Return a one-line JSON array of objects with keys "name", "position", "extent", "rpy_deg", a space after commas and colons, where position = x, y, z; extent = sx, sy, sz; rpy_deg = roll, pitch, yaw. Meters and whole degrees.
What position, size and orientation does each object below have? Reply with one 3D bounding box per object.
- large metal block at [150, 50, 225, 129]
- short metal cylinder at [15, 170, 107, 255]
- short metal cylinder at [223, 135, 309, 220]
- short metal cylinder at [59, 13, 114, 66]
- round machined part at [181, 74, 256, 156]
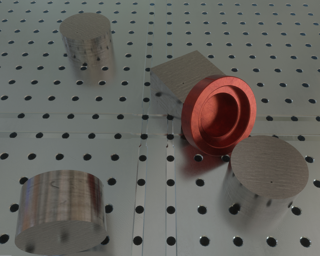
[{"name": "large metal block", "position": [0.042, -0.057, 0.439], "extent": [0.081, 0.050, 0.080], "rpy_deg": [-26, 55, -20]}, {"name": "short metal cylinder", "position": [-0.094, 0.084, 0.301], "extent": [0.081, 0.080, 0.050], "rpy_deg": [-8, 51, -7]}, {"name": "short metal cylinder", "position": [0.115, 0.055, 0.346], "extent": [0.081, 0.050, 0.080], "rpy_deg": [0, 50, 0]}, {"name": "short metal cylinder", "position": [-0.120, -0.148, 0.515], "extent": [0.081, 0.050, 0.080], "rpy_deg": [0, 50, 0]}, {"name": "round machined part", "position": [0.068, -0.018, 0.385], "extent": [0.099, 0.097, 0.042], "rpy_deg": [-26, 25, -20]}]
